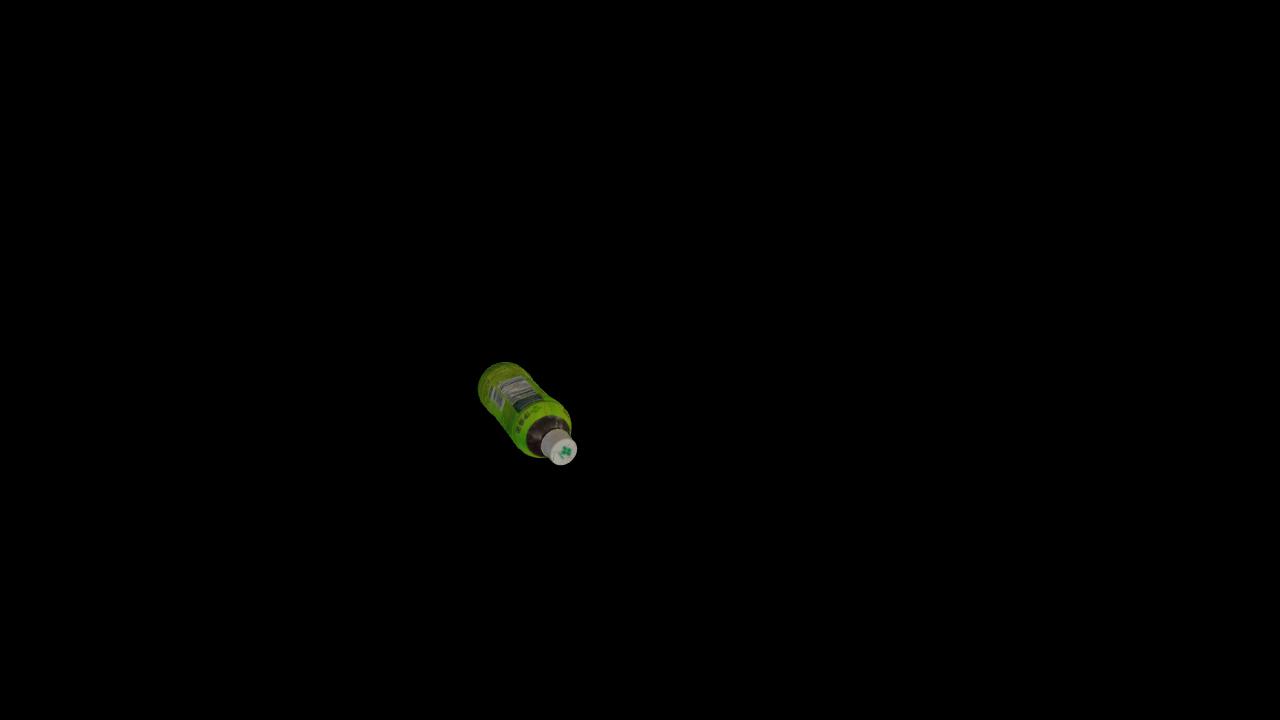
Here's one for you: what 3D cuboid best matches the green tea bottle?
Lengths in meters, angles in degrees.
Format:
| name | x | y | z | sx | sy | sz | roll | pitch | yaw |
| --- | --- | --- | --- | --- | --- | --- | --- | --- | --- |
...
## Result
| name | x | y | z | sx | sy | sz | roll | pitch | yaw |
| --- | --- | --- | --- | --- | --- | --- | --- | --- | --- |
| green tea bottle | -0.130 | 0.064 | 0.716 | 0.073 | 0.073 | 0.212 | 0 | 17 | -29 |
